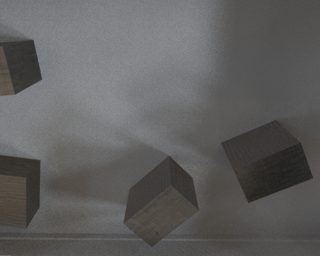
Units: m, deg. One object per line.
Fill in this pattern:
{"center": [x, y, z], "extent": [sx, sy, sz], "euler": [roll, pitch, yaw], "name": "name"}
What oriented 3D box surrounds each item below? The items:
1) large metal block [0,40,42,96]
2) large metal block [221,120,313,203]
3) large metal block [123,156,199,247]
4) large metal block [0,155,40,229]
{"center": [-0.194, -0.069, 0.355], "extent": [0.080, 0.080, 0.050], "euler": [-5, 110, 1], "name": "large metal block"}
{"center": [0.132, 0.040, 0.398], "extent": [0.080, 0.080, 0.050], "euler": [-24, 109, 8], "name": "large metal block"}
{"center": [0.001, 0.096, 0.417], "extent": [0.080, 0.080, 0.050], "euler": [-42, 105, 14], "name": "large metal block"}
{"center": [-0.216, 0.086, 0.428], "extent": [0.081, 0.050, 0.079], "euler": [8, 110, -3], "name": "large metal block"}
